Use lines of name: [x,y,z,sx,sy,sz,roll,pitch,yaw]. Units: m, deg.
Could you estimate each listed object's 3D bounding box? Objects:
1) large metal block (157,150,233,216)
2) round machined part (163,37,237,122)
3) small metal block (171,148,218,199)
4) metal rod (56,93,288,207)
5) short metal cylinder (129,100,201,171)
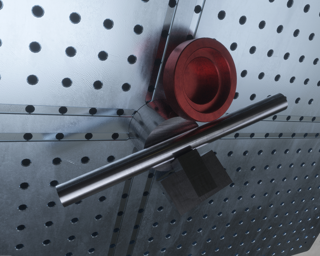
large metal block: [0.045,0.077,0.439,0.080,0.050,0.080,-31,173,-9]
round machined part: [0.044,-0.057,0.375,0.099,0.042,0.097,-5,99,-34]
small metal block: [0.040,0.056,0.374,0.025,0.050,0.050,-26,170,-12]
metal rod: [0.027,0.019,0.374,0.302,0.025,0.025,-22,127,-16]
short metal cylinder: [0.006,0.009,0.405,0.081,0.050,0.079,-14,125,-21]
